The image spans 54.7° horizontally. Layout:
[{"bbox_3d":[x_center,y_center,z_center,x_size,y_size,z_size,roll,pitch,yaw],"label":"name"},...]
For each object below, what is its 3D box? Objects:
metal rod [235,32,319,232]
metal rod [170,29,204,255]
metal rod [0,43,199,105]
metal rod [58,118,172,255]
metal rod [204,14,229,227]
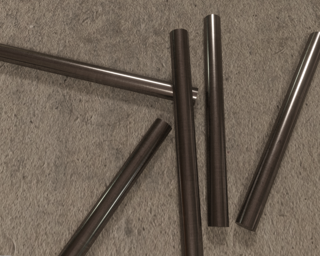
[{"bbox_3d":[0.168,-0.009,0.413,0.025,0.025,0.300,25,72,8],"label":"metal rod"},{"bbox_3d":[0.032,0.018,0.383,0.025,0.025,0.299,-2,77,-1],"label":"metal rod"},{"bbox_3d":[-0.096,-0.077,0.435,0.302,0.025,0.025,13,71,4],"label":"metal rod"},{"bbox_3d":[-0.077,0.112,0.366,0.025,0.025,0.300,32,73,10],"label":"metal rod"},{"bbox_3d":[0.074,-0.024,0.417,0.025,0.025,0.299,2,70,0],"label":"metal rod"}]
